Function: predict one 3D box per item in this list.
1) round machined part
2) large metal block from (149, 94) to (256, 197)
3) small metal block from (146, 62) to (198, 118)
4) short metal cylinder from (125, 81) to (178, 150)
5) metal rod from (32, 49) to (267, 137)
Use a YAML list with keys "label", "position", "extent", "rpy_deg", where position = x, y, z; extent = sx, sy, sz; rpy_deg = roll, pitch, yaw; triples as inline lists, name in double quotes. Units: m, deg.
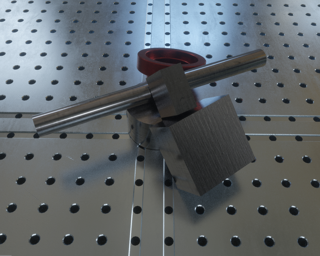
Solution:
- label: "round machined part"
  position: [0.015, -0.084, 0.452]
  extent: [0.099, 0.042, 0.098]
  rpy_deg: [5, 28, -2]
- label: "large metal block"
  position: [0.048, 0.017, 0.348]
  extent: [0.081, 0.050, 0.080]
  rpy_deg: [-29, 100, -22]
- label: "small metal block"
  position: [0.012, -0.040, 0.346]
  extent: [0.025, 0.050, 0.050]
  rpy_deg: [-23, 96, -19]
- label: "short metal cylinder"
  position: [-0.003, -0.018, 0.406]
  extent: [0.081, 0.050, 0.080]
  rpy_deg: [0, 50, 0]
- label: "metal rod"
  position: [0.001, -0.049, 0.383]
  extent: [0.302, 0.025, 0.025]
  rpy_deg: [-19, 53, -16]
